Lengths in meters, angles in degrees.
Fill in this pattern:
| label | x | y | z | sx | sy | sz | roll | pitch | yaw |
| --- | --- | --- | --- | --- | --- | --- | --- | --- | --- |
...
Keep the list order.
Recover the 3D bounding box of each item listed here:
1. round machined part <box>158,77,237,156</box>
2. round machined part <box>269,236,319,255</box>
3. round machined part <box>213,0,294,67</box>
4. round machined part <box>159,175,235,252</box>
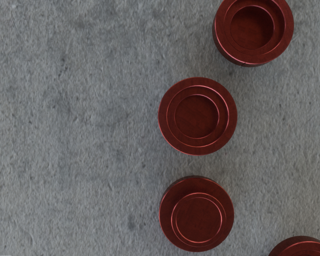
| label | x | y | z | sx | sy | sz | roll | pitch | yaw |
| --- | --- | --- | --- | --- | --- | --- | --- | --- | --- |
| round machined part | 0.046 | -0.014 | 0.402 | 0.099 | 0.042 | 0.097 | 0 | 90 | -1 |
| round machined part | 0.184 | 0.189 | 0.404 | 0.099 | 0.042 | 0.097 | 0 | 90 | -1 |
| round machined part | 0.117 | -0.127 | 0.403 | 0.099 | 0.042 | 0.097 | 0 | 90 | -1 |
| round machined part | 0.048 | 0.114 | 0.402 | 0.099 | 0.042 | 0.097 | 0 | 90 | -1 |
